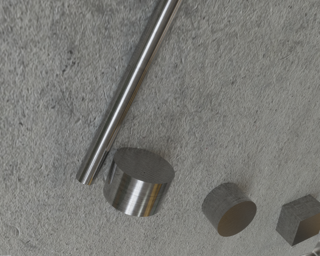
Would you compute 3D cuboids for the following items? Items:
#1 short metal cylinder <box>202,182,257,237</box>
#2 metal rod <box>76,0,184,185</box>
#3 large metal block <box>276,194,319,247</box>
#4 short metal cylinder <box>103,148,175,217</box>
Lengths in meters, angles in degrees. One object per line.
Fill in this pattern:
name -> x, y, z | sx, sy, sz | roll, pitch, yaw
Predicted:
short metal cylinder -> 0.121, 0.144, 0.546 | 0.081, 0.050, 0.079 | -14, 124, -21
metal rod -> -0.028, -0.061, 0.353 | 0.025, 0.025, 0.298 | 16, 110, -35
large metal block -> 0.314, 0.205, 0.689 | 0.081, 0.050, 0.079 | -14, 124, -21
short metal cylinder -> -0.027, 0.067, 0.398 | 0.081, 0.080, 0.050 | 7, 115, -32
